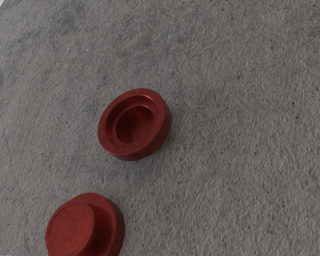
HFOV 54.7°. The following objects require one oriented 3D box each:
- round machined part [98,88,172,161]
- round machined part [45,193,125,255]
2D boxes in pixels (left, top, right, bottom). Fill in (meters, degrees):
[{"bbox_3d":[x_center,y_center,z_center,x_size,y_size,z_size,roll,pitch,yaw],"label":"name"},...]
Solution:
[{"bbox_3d":[-0.029,-0.001,0.409,0.098,0.042,0.098,-13,56,21],"label":"round machined part"},{"bbox_3d":[-0.095,0.124,0.367,0.098,0.042,0.098,-13,56,21],"label":"round machined part"}]
